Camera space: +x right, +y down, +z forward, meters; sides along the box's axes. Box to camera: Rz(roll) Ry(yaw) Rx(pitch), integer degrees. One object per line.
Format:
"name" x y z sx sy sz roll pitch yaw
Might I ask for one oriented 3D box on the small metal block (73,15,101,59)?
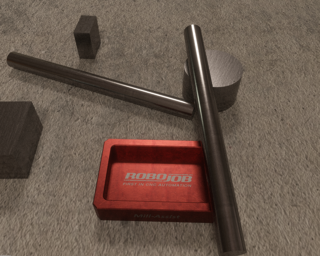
"small metal block" -0.119 -0.150 0.511 0.025 0.050 0.050 4 50 3

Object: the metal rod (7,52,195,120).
"metal rod" -0.094 -0.066 0.457 0.301 0.025 0.025 17 52 13

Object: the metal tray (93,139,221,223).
"metal tray" -0.002 0.057 0.351 0.131 0.030 0.090 1 50 1

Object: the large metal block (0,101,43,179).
"large metal block" -0.197 0.014 0.373 0.081 0.050 0.080 0 50 -1

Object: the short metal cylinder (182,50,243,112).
"short metal cylinder" 0.074 -0.068 0.445 0.081 0.050 0.080 0 50 0

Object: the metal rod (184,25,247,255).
"metal rod" 0.055 -0.012 0.358 0.025 0.025 0.299 -3 57 -3
